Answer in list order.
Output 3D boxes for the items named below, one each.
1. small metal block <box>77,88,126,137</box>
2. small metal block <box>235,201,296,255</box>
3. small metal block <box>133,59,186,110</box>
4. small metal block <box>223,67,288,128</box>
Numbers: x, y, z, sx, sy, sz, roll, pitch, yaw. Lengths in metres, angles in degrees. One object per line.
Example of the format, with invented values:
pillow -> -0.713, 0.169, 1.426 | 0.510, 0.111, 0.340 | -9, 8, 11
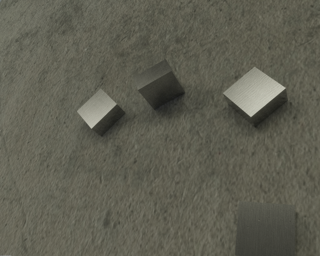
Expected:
small metal block -> -0.088, -0.024, 0.463 | 0.050, 0.025, 0.050 | -45, 51, -3
small metal block -> 0.100, 0.098, 0.291 | 0.050, 0.025, 0.050 | -2, 61, 26
small metal block -> 0.000, -0.058, 0.422 | 0.050, 0.050, 0.025 | -29, 52, 10
small metal block -> 0.113, -0.037, 0.367 | 0.050, 0.025, 0.050 | -40, 51, 0
